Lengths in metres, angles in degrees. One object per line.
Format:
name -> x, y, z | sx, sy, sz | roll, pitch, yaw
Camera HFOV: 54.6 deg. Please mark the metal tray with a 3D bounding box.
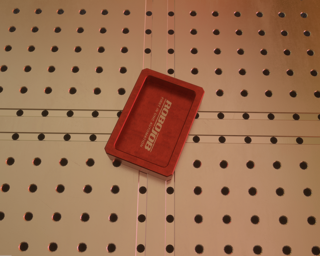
metal tray -> -0.005, -0.007, 0.411 | 0.090, 0.030, 0.130 | 21, 71, 7
